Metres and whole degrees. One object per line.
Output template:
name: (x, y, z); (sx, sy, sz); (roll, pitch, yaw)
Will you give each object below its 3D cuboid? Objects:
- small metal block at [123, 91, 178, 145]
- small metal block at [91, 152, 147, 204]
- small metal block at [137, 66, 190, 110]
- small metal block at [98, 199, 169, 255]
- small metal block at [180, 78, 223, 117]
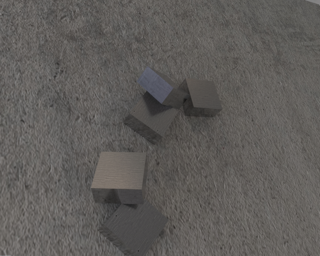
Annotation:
small metal block: (-0.012, -0.014, 0.406); (0.050, 0.025, 0.050); (36, 51, -4)
small metal block: (-0.041, 0.052, 0.329); (0.050, 0.025, 0.050); (1, 41, 4)
small metal block: (0.005, -0.053, 0.415); (0.050, 0.025, 0.050); (44, 16, 25)
small metal block: (-0.028, 0.102, 0.326); (0.050, 0.025, 0.050); (42, 51, 0)
small metal block: (0.059, -0.045, 0.463); (0.050, 0.025, 0.050); (2, 61, -27)
